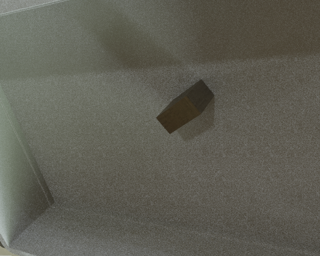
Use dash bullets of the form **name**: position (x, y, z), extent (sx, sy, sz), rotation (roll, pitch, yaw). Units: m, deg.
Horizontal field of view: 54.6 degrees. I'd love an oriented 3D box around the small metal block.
- **small metal block**: position (0.030, -0.025, 0.362), extent (0.050, 0.050, 0.025), rotation (-34, 99, 38)
